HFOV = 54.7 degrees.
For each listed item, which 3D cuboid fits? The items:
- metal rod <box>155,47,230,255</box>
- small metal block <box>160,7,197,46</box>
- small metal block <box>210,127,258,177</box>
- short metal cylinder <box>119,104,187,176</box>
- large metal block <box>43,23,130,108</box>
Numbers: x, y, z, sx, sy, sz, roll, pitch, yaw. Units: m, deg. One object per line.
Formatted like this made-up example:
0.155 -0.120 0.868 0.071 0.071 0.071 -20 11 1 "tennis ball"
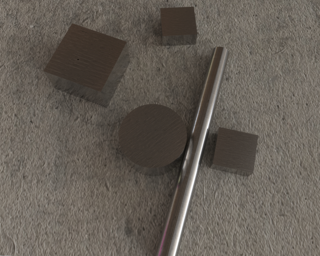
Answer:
0.046 0.024 0.399 0.025 0.025 0.299 16 71 5 "metal rod"
0.027 -0.152 0.464 0.050 0.025 0.050 -3 70 -2 "small metal block"
0.095 0.031 0.398 0.050 0.025 0.050 12 70 4 "small metal block"
-0.009 0.016 0.389 0.081 0.050 0.080 0 70 0 "short metal cylinder"
-0.096 -0.085 0.425 0.080 0.050 0.080 20 71 7 "large metal block"
